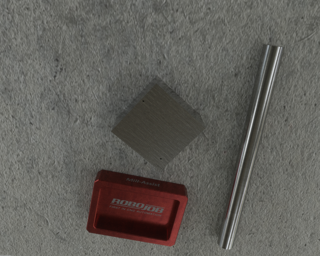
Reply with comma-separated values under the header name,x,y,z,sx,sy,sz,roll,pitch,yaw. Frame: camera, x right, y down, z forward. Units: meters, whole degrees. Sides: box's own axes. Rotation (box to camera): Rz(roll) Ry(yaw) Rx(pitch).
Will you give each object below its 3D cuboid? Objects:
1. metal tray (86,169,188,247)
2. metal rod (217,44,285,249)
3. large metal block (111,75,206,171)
name,x,y,z,sx,sy,sz,roll,pitch,yaw
metal tray,-0.033,0.117,0.449,0.131,0.030,0.089,12,110,-5
metal rod,0.119,0.039,0.425,0.025,0.025,0.298,7,110,-3
large metal block,-0.002,-0.007,0.394,0.080,0.050,0.080,41,105,-14
